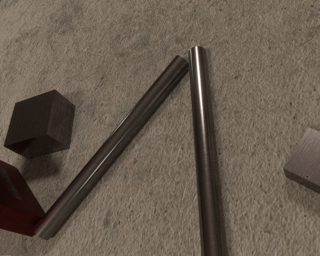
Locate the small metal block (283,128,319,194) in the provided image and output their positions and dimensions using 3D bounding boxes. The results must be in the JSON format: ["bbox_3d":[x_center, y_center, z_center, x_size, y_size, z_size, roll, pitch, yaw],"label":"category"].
[{"bbox_3d":[0.157,0.035,0.300,0.050,0.025,0.050,28,77,37],"label":"small metal block"}]

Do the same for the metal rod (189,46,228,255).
[{"bbox_3d":[0.053,0.021,0.362,0.025,0.025,0.299,-13,56,20],"label":"metal rod"}]

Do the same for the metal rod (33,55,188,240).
[{"bbox_3d":[-0.060,0.020,0.421,0.025,0.025,0.300,32,79,37],"label":"metal rod"}]

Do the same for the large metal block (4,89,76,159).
[{"bbox_3d":[-0.186,-0.004,0.486,0.080,0.050,0.080,-15,56,19],"label":"large metal block"}]

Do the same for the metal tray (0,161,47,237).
[{"bbox_3d":[-0.217,0.085,0.421,0.030,0.090,0.130,-49,52,-6],"label":"metal tray"}]
